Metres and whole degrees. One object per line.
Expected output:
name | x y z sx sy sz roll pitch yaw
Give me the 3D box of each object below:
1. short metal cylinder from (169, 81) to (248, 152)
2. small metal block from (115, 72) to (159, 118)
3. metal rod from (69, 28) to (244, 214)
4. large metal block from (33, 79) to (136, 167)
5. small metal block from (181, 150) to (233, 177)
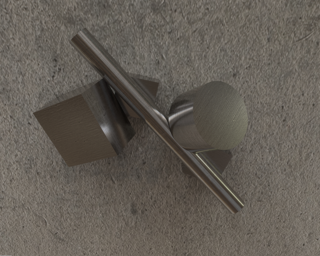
short metal cylinder | 0.058 -0.011 0.373 0.081 0.050 0.080 5 80 -29
small metal block | -0.031 -0.042 0.396 0.050 0.025 0.050 11 110 -5
metal rod | 0.007 0.002 0.385 0.025 0.025 0.300 -39 106 13
large metal block | -0.090 -0.005 0.377 0.080 0.050 0.080 -15 112 30
small metal block | 0.064 0.044 0.429 0.050 0.025 0.050 23 108 -9
